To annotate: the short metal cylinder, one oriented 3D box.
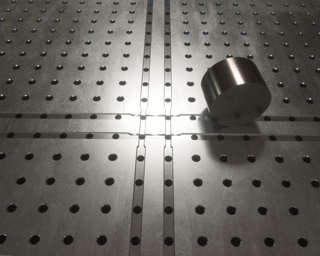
[{"bbox_3d":[0.100,-0.047,0.413,0.081,0.080,0.050,-6,51,-6],"label":"short metal cylinder"}]
